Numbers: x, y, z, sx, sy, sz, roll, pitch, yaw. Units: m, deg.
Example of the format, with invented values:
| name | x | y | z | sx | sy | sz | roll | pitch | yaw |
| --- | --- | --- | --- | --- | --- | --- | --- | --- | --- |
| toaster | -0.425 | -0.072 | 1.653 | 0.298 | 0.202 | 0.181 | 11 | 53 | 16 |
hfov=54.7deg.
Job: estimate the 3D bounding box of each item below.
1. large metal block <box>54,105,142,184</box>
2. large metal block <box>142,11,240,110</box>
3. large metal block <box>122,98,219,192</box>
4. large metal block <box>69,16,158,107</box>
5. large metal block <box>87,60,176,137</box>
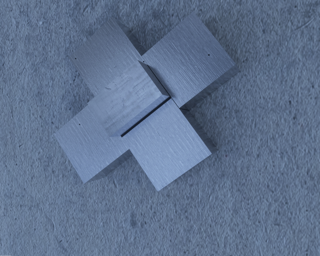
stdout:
| name | x | y | z | sx | sy | sz | roll | pitch | yaw |
| --- | --- | --- | --- | --- | --- | --- | --- | --- | --- |
| large metal block | -0.082 | 0.017 | 0.424 | 0.080 | 0.050 | 0.080 | -38 | 78 | 15 |
| large metal block | 0.039 | -0.079 | 0.382 | 0.080 | 0.050 | 0.080 | -38 | 78 | 15 |
| large metal block | 0.014 | 0.020 | 0.390 | 0.080 | 0.050 | 0.080 | -38 | 78 | 15 |
| large metal block | -0.060 | -0.085 | 0.416 | 0.080 | 0.050 | 0.080 | -38 | 78 | 15 |
| large metal block | -0.028 | -0.033 | 0.390 | 0.080 | 0.080 | 0.050 | -38 | 78 | 16 |
